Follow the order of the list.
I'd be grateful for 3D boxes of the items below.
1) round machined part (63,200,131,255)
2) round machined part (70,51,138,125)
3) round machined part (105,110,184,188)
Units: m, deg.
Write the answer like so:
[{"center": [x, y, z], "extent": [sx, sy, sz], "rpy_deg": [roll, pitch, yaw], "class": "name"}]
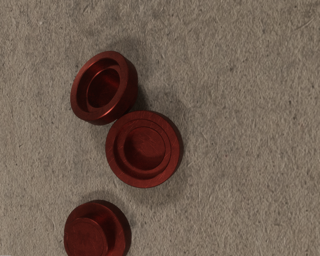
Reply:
[{"center": [-0.093, 0.153, 0.432], "extent": [0.098, 0.042, 0.097], "rpy_deg": [0, 90, 19], "class": "round machined part"}, {"center": [-0.068, -0.049, 0.411], "extent": [0.098, 0.042, 0.098], "rpy_deg": [-13, 65, 29], "class": "round machined part"}, {"center": [-0.017, 0.025, 0.403], "extent": [0.098, 0.042, 0.097], "rpy_deg": [1, 93, 16], "class": "round machined part"}]
